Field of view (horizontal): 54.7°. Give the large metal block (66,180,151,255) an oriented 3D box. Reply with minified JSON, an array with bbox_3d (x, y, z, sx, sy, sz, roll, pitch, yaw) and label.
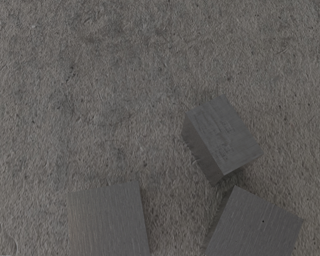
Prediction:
[{"bbox_3d":[-0.057,0.111,0.354,0.081,0.050,0.080,-10,70,-4],"label":"large metal block"}]

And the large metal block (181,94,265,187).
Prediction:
[{"bbox_3d":[0.069,0.018,0.373,0.050,0.080,0.080,-27,72,-9],"label":"large metal block"}]

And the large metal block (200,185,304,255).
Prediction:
[{"bbox_3d":[0.101,0.122,0.351,0.080,0.050,0.080,26,72,9],"label":"large metal block"}]
